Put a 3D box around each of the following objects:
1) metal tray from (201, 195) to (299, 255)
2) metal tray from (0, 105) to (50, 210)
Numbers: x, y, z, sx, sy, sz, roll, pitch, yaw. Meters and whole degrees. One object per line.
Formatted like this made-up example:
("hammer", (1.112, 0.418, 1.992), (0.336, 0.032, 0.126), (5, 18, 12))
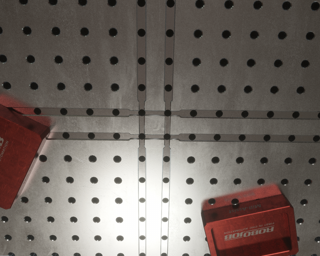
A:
("metal tray", (0.136, 0.160, 0.471), (0.131, 0.030, 0.089), (-13, 110, 4))
("metal tray", (-0.220, 0.039, 0.422), (0.090, 0.030, 0.129), (28, 108, -10))
